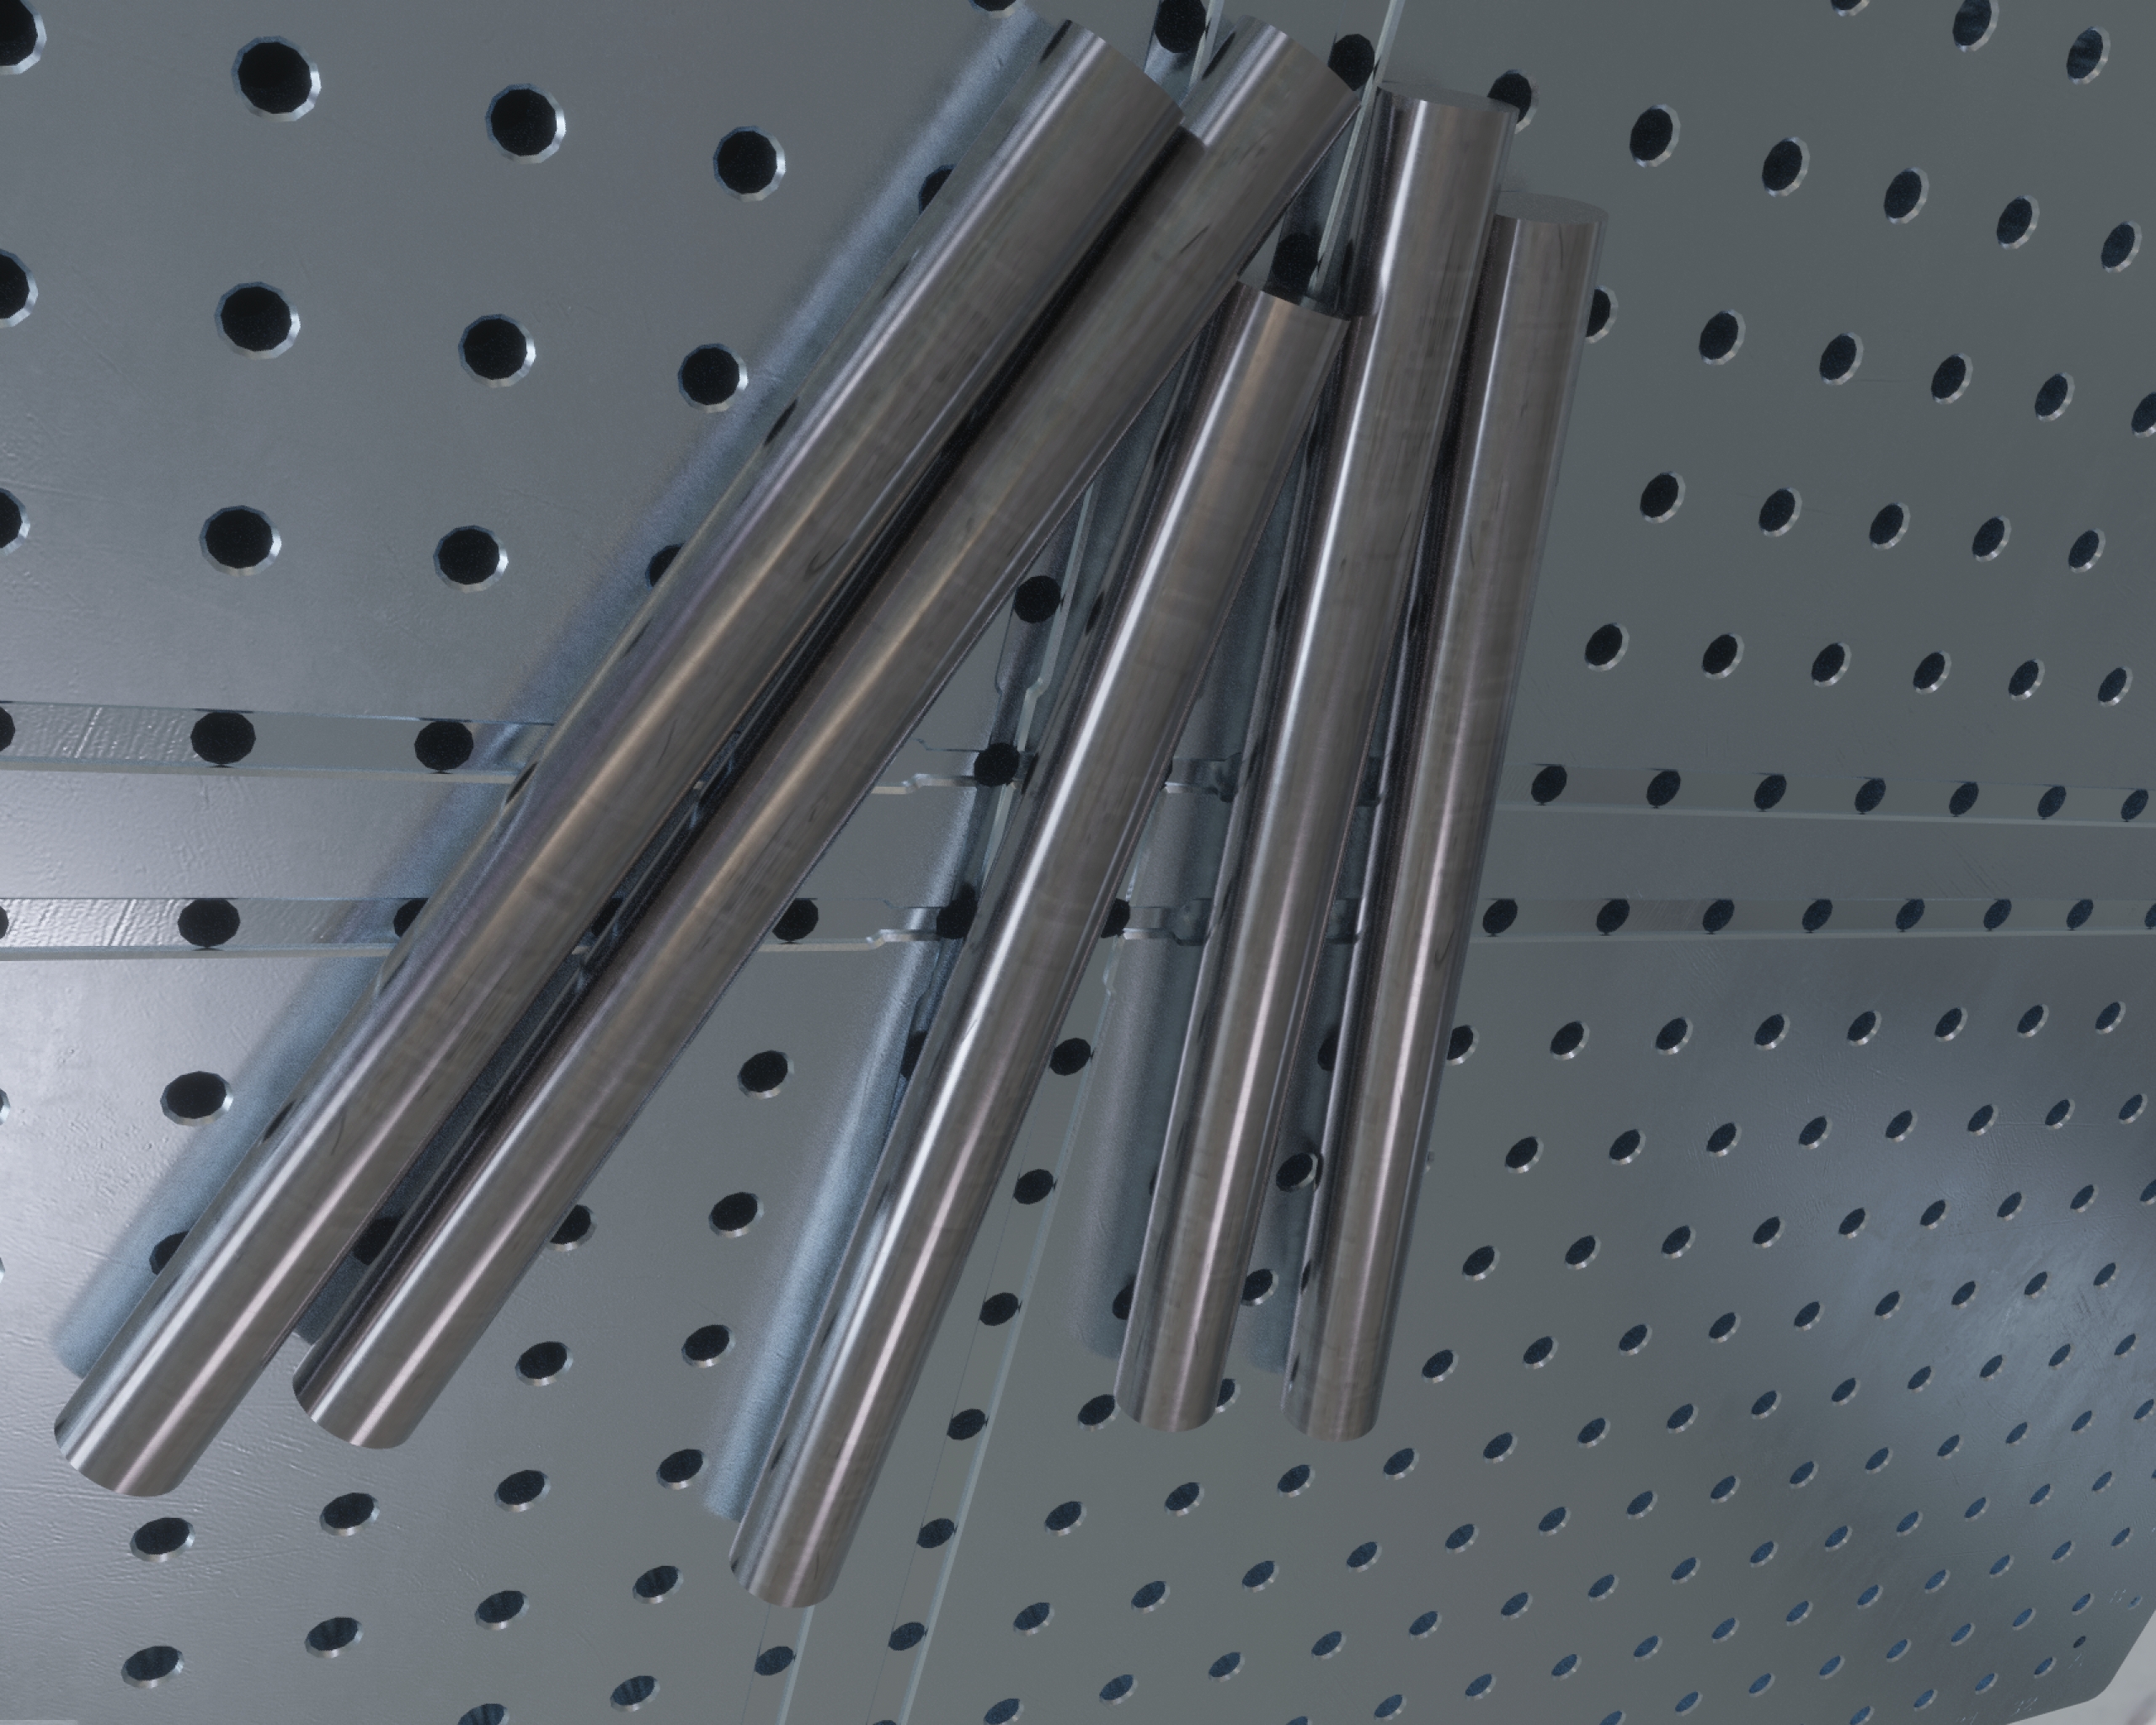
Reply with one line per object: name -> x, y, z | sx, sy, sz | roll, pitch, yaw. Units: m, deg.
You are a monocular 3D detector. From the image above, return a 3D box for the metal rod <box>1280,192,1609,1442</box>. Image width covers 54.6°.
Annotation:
metal rod -> 0.074, 0.009, 0.456 | 0.025, 0.025, 0.298 | -10, 123, -23

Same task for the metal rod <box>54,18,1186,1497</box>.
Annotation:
metal rod -> -0.083, -0.010, 0.358 | 0.025, 0.025, 0.299 | 31, 101, -38

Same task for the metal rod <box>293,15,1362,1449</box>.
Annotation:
metal rod -> -0.051, -0.015, 0.374 | 0.025, 0.025, 0.299 | 29, 102, -38

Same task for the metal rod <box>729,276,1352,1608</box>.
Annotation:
metal rod -> -0.015, 0.030, 0.421 | 0.025, 0.025, 0.298 | 8, 114, -32

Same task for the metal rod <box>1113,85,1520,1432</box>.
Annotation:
metal rod -> 0.043, -0.003, 0.432 | 0.025, 0.025, 0.298 | -5, 121, -26
